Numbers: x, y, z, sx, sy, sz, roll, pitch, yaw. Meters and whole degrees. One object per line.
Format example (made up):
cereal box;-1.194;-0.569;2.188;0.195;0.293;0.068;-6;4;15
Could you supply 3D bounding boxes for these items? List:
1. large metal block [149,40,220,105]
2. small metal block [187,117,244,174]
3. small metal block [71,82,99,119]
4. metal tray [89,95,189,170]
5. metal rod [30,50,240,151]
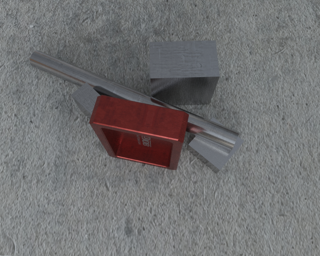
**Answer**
large metal block;0.028;-0.068;0.404;0.081;0.080;0.050;-2;70;-1
small metal block;0.071;0.023;0.402;0.050;0.025;0.050;40;74;13
small metal block;-0.083;-0.025;0.403;0.050;0.050;0.025;43;75;13
metal tray;-0.020;0.011;0.349;0.090;0.130;0.030;12;71;4
metal rod;-0.043;-0.041;0.409;0.301;0.025;0.025;23;72;13
